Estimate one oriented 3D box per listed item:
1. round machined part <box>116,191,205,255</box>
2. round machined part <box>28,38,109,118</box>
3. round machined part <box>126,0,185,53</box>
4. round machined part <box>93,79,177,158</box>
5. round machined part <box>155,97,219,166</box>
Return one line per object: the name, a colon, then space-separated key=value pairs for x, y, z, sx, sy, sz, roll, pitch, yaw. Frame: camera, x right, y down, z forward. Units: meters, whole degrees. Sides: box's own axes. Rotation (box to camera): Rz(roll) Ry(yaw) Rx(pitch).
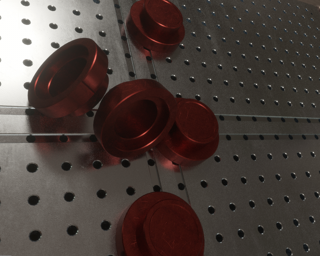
round machined part: x=0.006 y=0.115 z=0.332 sx=0.099 sy=0.042 sz=0.098 roll=14 pitch=56 yaw=-21
round machined part: x=-0.098 y=-0.052 z=0.353 sx=0.042 sy=0.098 sz=0.098 roll=47 pitch=39 yaw=-45
round machined part: x=-0.002 y=-0.174 z=0.504 sx=0.099 sy=0.042 sz=0.098 roll=14 pitch=56 yaw=-21
round machined part: x=-0.032 y=-0.015 z=0.361 sx=0.099 sy=0.097 sz=0.042 roll=-12 pitch=44 yaw=-33
round machined part: x=0.040 y=-0.001 z=0.421 sx=0.099 sy=0.042 sz=0.098 roll=14 pitch=56 yaw=-21
